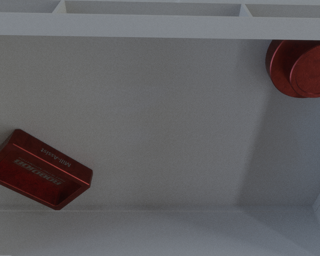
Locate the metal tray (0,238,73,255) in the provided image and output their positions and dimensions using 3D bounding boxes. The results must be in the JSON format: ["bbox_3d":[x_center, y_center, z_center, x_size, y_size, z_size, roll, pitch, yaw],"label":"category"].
[{"bbox_3d":[-0.249,0.268,0.633,0.131,0.030,0.089,10,130,-9],"label":"metal tray"}]

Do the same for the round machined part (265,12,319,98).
[{"bbox_3d":[0.171,-0.072,0.339,0.099,0.042,0.097,-1,130,0],"label":"round machined part"}]

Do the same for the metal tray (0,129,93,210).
[{"bbox_3d":[-0.179,0.067,0.459,0.130,0.030,0.090,37,121,-27],"label":"metal tray"}]
